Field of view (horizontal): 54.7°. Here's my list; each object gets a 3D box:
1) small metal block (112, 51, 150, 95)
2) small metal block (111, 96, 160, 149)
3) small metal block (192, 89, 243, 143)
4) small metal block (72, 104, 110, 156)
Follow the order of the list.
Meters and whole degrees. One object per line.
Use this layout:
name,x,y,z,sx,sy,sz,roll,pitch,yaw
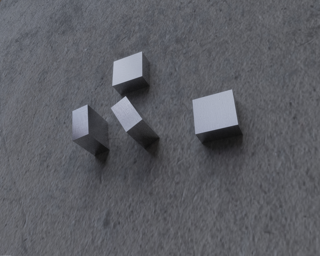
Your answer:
small metal block,-0.044,-0.084,0.477,0.050,0.025,0.050,-15,56,19
small metal block,-0.032,-0.007,0.407,0.025,0.050,0.050,-39,51,2
small metal block,0.069,-0.014,0.375,0.050,0.025,0.050,-14,56,20
small metal block,-0.097,0.004,0.434,0.025,0.050,0.050,-22,54,15
